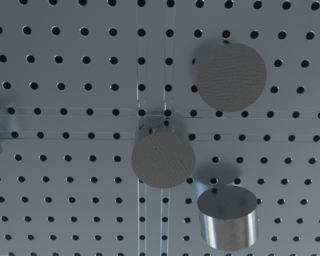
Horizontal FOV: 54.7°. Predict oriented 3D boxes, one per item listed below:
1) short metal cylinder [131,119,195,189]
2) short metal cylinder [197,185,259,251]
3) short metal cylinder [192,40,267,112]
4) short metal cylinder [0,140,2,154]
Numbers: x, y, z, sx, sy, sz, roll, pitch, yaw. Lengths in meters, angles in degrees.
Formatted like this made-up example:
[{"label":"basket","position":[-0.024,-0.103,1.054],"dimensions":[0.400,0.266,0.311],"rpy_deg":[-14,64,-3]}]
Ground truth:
[{"label":"short metal cylinder","position":[0.004,0.033,0.412],"dimensions":[0.081,0.050,0.079],"rpy_deg":[0,110,-1]},{"label":"short metal cylinder","position":[0.095,0.123,0.431],"dimensions":[0.080,0.080,0.050],"rpy_deg":[-8,110,2]},{"label":"short metal cylinder","position":[0.082,-0.065,0.377],"dimensions":[0.081,0.050,0.079],"rpy_deg":[0,110,-1]},{"label":"short metal cylinder","position":[-0.246,0.014,0.386],"dimensions":[0.081,0.080,0.050],"rpy_deg":[-4,110,1]}]
